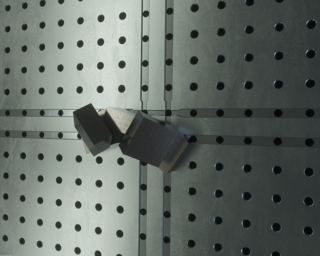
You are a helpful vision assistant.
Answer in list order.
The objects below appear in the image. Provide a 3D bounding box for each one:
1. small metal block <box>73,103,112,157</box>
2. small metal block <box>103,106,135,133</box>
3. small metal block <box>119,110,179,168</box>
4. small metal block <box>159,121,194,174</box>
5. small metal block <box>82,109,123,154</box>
[{"bbox_3d":[-0.087,0.003,0.399,0.025,0.050,0.050,-30,78,-22],"label":"small metal block"},{"bbox_3d":[-0.041,-0.008,0.413,0.050,0.050,0.025,20,97,18],"label":"small metal block"},{"bbox_3d":[-0.014,0.014,0.375,0.050,0.025,0.050,25,101,-27],"label":"small metal block"},{"bbox_3d":[0.007,0.024,0.409,0.050,0.025,0.050,37,102,16],"label":"small metal block"},{"bbox_3d":[-0.085,0.005,0.441,0.050,0.025,0.050,-20,83,18],"label":"small metal block"}]
